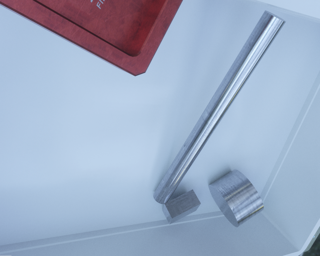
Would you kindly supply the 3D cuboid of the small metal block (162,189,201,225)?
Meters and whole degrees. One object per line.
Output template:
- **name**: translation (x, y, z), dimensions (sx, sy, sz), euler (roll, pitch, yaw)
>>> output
- **small metal block**: translation (0.033, 0.127, 0.494), dimensions (0.050, 0.025, 0.050), euler (-23, 156, -15)

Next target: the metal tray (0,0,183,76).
- **metal tray**: translation (-0.022, -0.107, 0.174), dimensions (0.090, 0.030, 0.129), euler (25, 96, -34)

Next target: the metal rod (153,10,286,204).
- **metal rod**: translation (0.062, -0.005, 0.403), dimensions (0.025, 0.025, 0.298), euler (7, 127, -32)

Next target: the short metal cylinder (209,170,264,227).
- **short metal cylinder**: translation (0.126, 0.117, 0.517), dimensions (0.050, 0.080, 0.080), euler (-30, 129, -9)
